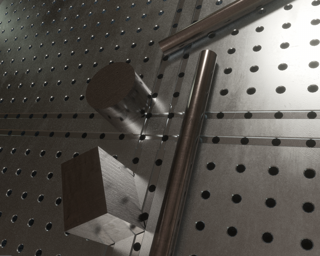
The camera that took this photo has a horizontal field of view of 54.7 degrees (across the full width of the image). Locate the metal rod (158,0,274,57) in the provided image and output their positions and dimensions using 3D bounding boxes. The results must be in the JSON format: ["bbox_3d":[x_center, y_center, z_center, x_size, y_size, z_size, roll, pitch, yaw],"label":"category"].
[{"bbox_3d":[0.136,-0.185,0.449,0.301,0.025,0.025,-25,53,12],"label":"metal rod"}]

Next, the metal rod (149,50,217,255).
[{"bbox_3d":[0.030,0.030,0.372,0.025,0.025,0.300,2,62,29],"label":"metal rod"}]

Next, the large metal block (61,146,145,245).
[{"bbox_3d":[-0.065,0.080,0.357,0.050,0.080,0.080,-26,53,12],"label":"large metal block"}]

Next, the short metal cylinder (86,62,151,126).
[{"bbox_3d":[-0.060,-0.049,0.452,0.080,0.050,0.080,-13,56,20],"label":"short metal cylinder"}]
